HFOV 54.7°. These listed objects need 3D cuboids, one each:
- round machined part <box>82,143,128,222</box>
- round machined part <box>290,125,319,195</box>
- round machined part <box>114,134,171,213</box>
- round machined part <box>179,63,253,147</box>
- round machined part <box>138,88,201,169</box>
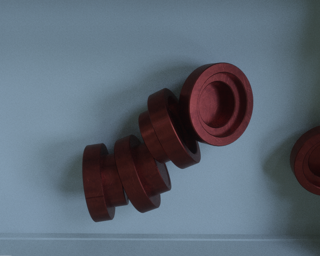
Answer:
[{"bbox_3d":[-0.066,0.067,0.396,0.042,0.098,0.097,-8,110,-2],"label":"round machined part"},{"bbox_3d":[0.226,0.039,0.416,0.099,0.042,0.097,2,110,6],"label":"round machined part"},{"bbox_3d":[-0.017,0.053,0.392,0.042,0.098,0.098,-22,109,7],"label":"round machined part"},{"bbox_3d":[0.063,-0.029,0.377,0.099,0.042,0.097,-4,98,-30],"label":"round machined part"},{"bbox_3d":[0.009,0.005,0.375,0.042,0.098,0.098,-25,109,16],"label":"round machined part"}]
